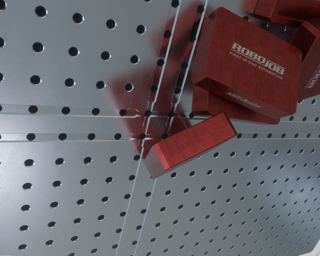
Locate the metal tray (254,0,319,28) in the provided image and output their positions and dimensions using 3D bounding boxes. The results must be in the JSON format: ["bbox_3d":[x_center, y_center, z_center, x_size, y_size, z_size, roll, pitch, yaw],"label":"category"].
[{"bbox_3d":[0.194,-0.177,0.402,0.131,0.030,0.089,-1,119,-28],"label":"metal tray"}]

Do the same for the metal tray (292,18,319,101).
[{"bbox_3d":[0.218,-0.094,0.441,0.091,0.030,0.129,-16,145,-19],"label":"metal tray"}]

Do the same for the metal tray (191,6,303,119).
[{"bbox_3d":[0.107,-0.074,0.369,0.131,0.030,0.090,20,72,-20],"label":"metal tray"}]

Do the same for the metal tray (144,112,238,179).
[{"bbox_3d":[0.031,0.027,0.389,0.090,0.030,0.130,-25,171,-13],"label":"metal tray"}]

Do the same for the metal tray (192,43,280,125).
[{"bbox_3d":[0.105,-0.054,0.406,0.131,0.030,0.090,6,88,-31],"label":"metal tray"}]
